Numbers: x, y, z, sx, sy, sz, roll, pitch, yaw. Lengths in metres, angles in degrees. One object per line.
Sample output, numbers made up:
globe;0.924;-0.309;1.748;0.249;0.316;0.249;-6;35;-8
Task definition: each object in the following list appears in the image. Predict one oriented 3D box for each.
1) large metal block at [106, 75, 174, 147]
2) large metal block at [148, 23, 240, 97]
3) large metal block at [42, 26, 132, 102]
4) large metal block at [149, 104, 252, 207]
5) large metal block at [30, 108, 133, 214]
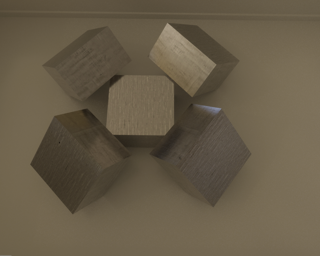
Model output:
large metal block;-0.023;-0.021;0.401;0.080;0.050;0.080;1;70;0
large metal block;0.046;-0.091;0.406;0.080;0.050;0.081;45;33;15
large metal block;-0.096;-0.084;0.400;0.080;0.080;0.050;-44;119;-15
large metal block;0.049;0.030;0.361;0.080;0.050;0.080;-50;122;-16
large metal block;-0.092;0.037;0.359;0.080;0.050;0.080;44;120;14
